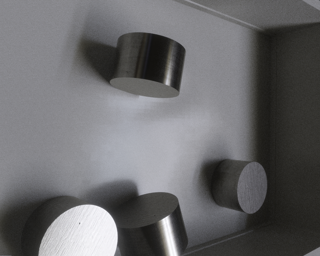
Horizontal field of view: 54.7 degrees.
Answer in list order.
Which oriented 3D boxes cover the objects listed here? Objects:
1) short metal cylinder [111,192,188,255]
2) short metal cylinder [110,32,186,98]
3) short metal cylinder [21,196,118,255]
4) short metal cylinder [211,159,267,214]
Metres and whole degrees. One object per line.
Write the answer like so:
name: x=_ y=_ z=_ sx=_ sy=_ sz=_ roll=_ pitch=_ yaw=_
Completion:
short metal cylinder: x=-0.012 y=0.116 z=0.361 sx=0.081 sy=0.080 sz=0.050 roll=-23 pitch=105 yaw=-38
short metal cylinder: x=-0.014 y=-0.069 z=0.359 sx=0.081 sy=0.080 sz=0.050 roll=15 pitch=81 yaw=-39
short metal cylinder: x=-0.091 y=0.113 z=0.314 sx=0.081 sy=0.050 sz=0.080 roll=0 pitch=90 yaw=-40
short metal cylinder: x=0.128 y=0.092 z=0.497 sx=0.081 sy=0.050 sz=0.080 roll=0 pitch=90 yaw=-40
